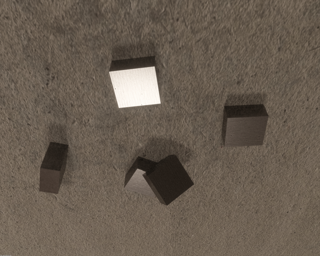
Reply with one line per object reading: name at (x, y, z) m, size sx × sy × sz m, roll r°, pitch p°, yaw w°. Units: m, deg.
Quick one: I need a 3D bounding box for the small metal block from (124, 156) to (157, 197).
small metal block at (-0.021, 0.075, 0.471) m, size 0.050 × 0.025 × 0.050 m, roll 21°, pitch 127°, yaw -17°

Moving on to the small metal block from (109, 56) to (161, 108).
small metal block at (-0.027, -0.053, 0.362) m, size 0.050 × 0.025 × 0.050 m, roll -6°, pitch 130°, yaw 4°

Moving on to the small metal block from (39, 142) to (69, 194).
small metal block at (-0.149, 0.056, 0.436) m, size 0.025 × 0.050 × 0.050 m, roll 12°, pitch 129°, yaw -10°

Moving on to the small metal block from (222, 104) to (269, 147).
small metal block at (0.110, -0.003, 0.407) m, size 0.050 × 0.025 × 0.050 m, roll -3°, pitch 130°, yaw 2°

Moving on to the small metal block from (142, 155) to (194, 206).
small metal block at (0.012, 0.073, 0.441) m, size 0.050 × 0.025 × 0.050 m, roll -34°, pitch 97°, yaw -20°
